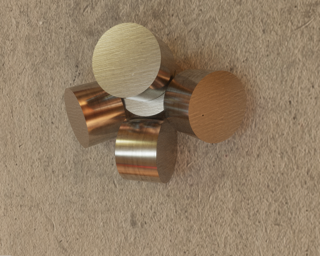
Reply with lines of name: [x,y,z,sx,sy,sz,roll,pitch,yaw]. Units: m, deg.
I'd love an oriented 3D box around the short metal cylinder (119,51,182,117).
short metal cylinder: [-0.009,-0.054,0.399,0.080,0.050,0.079,0,90,19]

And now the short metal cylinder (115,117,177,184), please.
short metal cylinder: [-0.014,0.026,0.384,0.050,0.080,0.079,2,91,20]

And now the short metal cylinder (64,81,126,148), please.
short metal cylinder: [-0.086,-0.019,0.405,0.080,0.050,0.079,39,139,45]

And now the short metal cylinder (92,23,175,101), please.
short metal cylinder: [-0.028,-0.072,0.352,0.080,0.050,0.079,0,90,19]

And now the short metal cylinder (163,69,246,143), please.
short metal cylinder: [0.051,-0.027,0.356,0.050,0.081,0.079,22,99,57]
